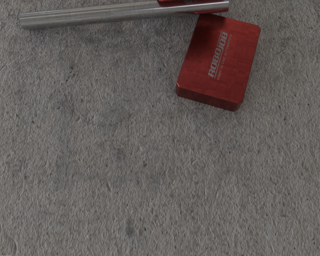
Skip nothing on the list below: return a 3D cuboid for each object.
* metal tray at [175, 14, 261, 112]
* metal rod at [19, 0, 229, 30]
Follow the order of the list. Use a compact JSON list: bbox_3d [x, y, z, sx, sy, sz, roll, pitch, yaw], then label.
[{"bbox_3d":[0.083,-0.096,0.441,0.090,0.030,0.130,17,71,6],"label":"metal tray"},{"bbox_3d":[-0.054,-0.168,0.451,0.302,0.025,0.025,-3,70,6],"label":"metal rod"}]
